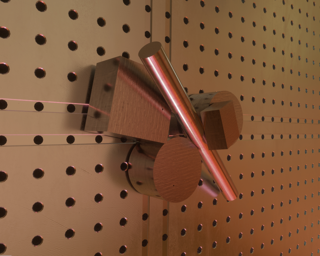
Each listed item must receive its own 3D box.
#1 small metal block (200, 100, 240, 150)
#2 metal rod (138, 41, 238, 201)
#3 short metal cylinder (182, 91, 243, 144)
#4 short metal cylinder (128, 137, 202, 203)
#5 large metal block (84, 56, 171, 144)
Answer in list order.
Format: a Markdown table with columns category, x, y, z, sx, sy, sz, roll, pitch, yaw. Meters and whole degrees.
| category | x | y | z | sx | sy | sz | roll | pitch | yaw |
| --- | --- | --- | --- | --- | --- | --- | --- | --- | --- |
| small metal block | 0.078 | -0.004 | 0.396 | 0.050 | 0.025 | 0.050 | -31 | 110 | -55 |
| metal rod | 0.053 | 0.015 | 0.403 | 0.025 | 0.025 | 0.300 | -58 | 137 | -24 |
| short metal cylinder | 0.076 | -0.013 | 0.453 | 0.081 | 0.050 | 0.079 | 0 | 90 | -40 |
| short metal cylinder | 0.007 | 0.050 | 0.394 | 0.081 | 0.050 | 0.079 | 0 | 90 | -40 |
| large metal block | -0.033 | -0.028 | 0.359 | 0.081 | 0.050 | 0.080 | 14 | 81 | -39 |
